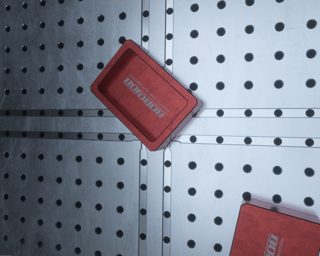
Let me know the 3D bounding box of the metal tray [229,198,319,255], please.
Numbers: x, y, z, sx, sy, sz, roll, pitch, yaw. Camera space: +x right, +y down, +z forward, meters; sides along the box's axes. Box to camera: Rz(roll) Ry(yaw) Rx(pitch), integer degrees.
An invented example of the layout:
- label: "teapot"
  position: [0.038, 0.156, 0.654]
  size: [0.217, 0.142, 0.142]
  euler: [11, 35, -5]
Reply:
- label: "metal tray"
  position: [0.129, 0.158, 0.364]
  size: [0.090, 0.030, 0.129]
  euler: [13, 94, 19]

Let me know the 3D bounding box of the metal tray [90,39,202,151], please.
- label: "metal tray"
  position: [-0.020, -0.043, 0.416]
  size: [0.130, 0.030, 0.090]
  euler: [44, 103, 14]
